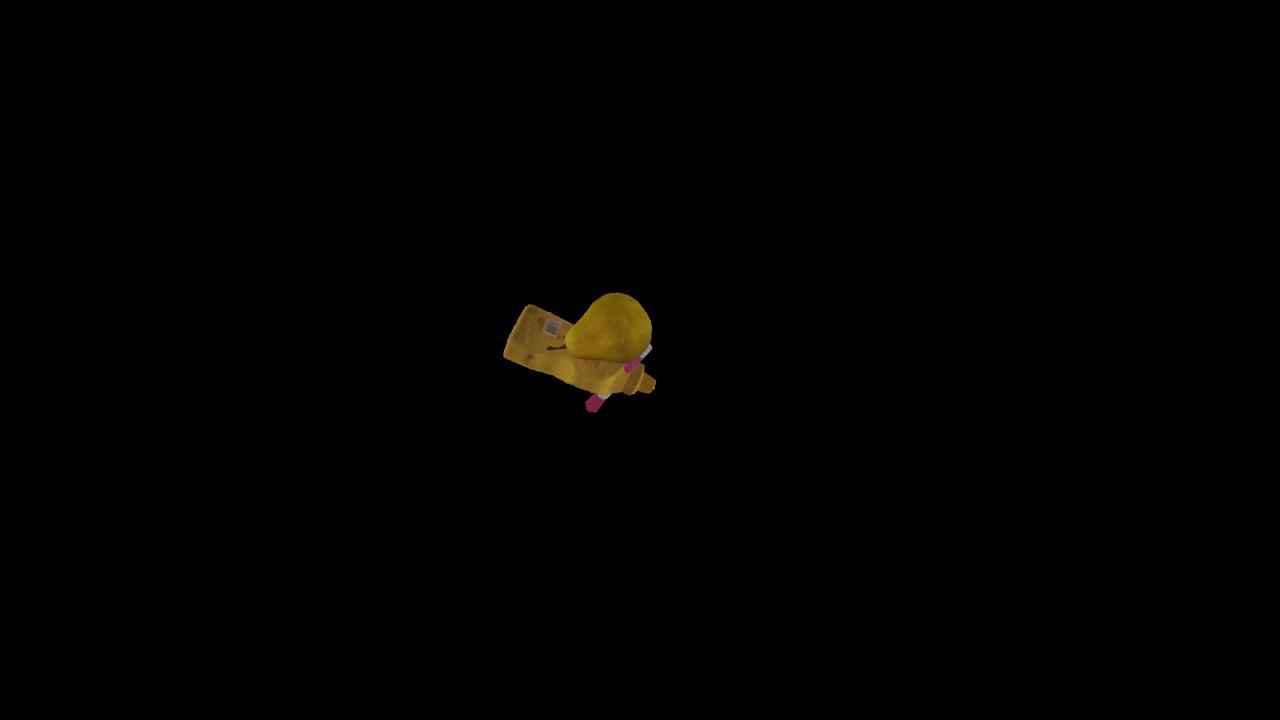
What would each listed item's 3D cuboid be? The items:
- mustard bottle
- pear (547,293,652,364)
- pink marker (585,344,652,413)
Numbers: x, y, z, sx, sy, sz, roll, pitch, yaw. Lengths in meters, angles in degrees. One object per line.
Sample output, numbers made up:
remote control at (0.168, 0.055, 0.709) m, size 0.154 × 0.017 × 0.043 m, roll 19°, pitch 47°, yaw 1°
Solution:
mustard bottle at (-0.066, -0.002, 0.746) m, size 0.184 × 0.054 × 0.092 m, roll 23°, pitch 29°, yaw -7°
pear at (-0.043, -0.024, 0.669) m, size 0.111 × 0.080 × 0.080 m, roll -30°, pitch 12°, yaw -22°
pink marker at (-0.029, 0.022, 0.744) m, size 0.020 × 0.020 × 0.121 m, roll 0°, pitch -42°, yaw -53°
